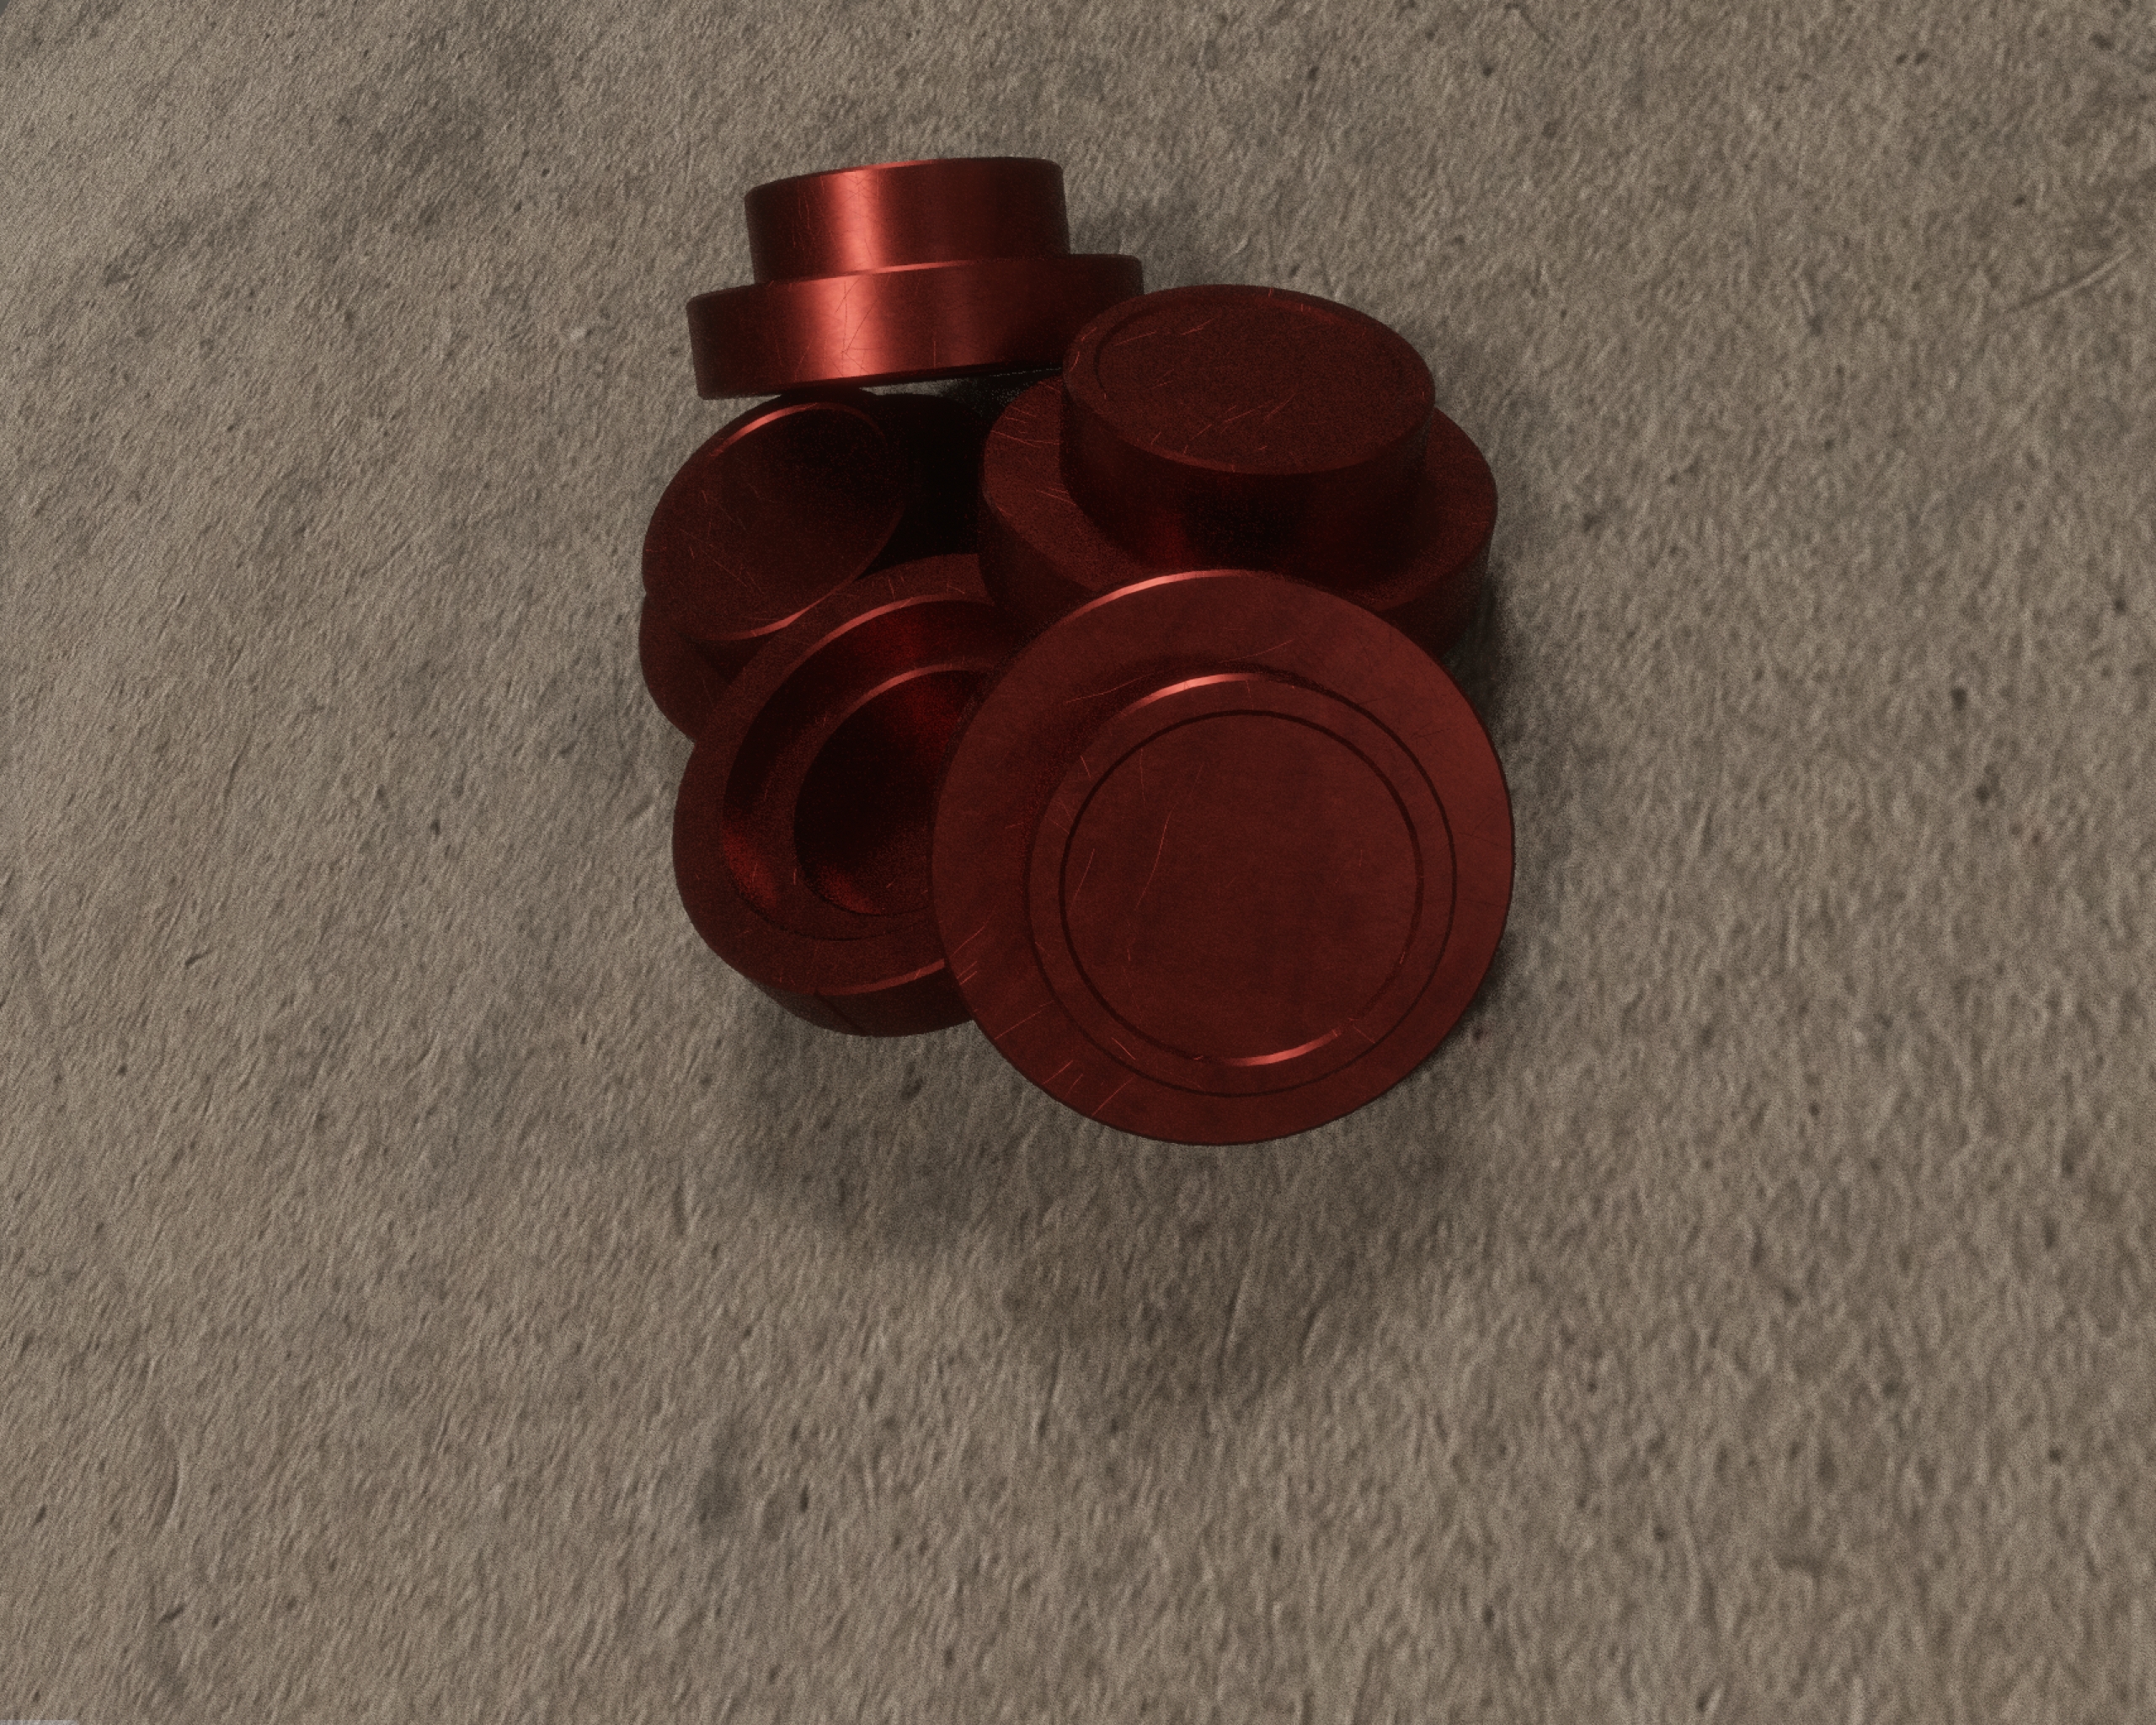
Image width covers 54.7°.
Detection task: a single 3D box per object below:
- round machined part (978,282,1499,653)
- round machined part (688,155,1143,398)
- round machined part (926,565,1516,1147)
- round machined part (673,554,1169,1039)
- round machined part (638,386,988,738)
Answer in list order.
[{"bbox_3d":[0.031,-0.075,0.395,0.099,0.042,0.098,2,43,-2],"label":"round machined part"},{"bbox_3d":[-0.035,-0.126,0.451,0.098,0.099,0.042,1,104,28],"label":"round machined part"},{"bbox_3d":[0.024,0.001,0.345,0.098,0.098,0.042,-37,10,3],"label":"round machined part"},{"bbox_3d":[-0.027,-0.009,0.413,0.098,0.042,0.098,-13,56,20],"label":"round machined part"},{"bbox_3d":[-0.057,-0.067,0.465,0.098,0.042,0.098,-13,56,20],"label":"round machined part"}]
